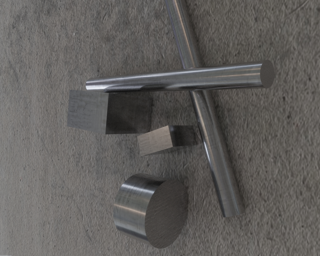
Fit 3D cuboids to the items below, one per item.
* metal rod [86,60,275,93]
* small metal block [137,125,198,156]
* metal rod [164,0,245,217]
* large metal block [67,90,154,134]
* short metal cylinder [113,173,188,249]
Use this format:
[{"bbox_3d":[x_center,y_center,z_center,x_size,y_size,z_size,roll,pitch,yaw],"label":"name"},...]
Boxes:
[{"bbox_3d":[-0.006,-0.058,0.384,0.300,0.025,0.025,6,94,47],"label":"metal rod"},{"bbox_3d":[0.009,0.015,0.381,0.050,0.050,0.025,-20,78,38],"label":"small metal block"},{"bbox_3d":[0.046,-0.048,0.367,0.025,0.025,0.299,-22,76,38],"label":"metal rod"},{"bbox_3d":[-0.068,-0.022,0.425,0.080,0.081,0.050,9,96,39],"label":"large metal block"},{"bbox_3d":[-0.010,0.098,0.377,0.050,0.081,0.079,4,93,40],"label":"short metal cylinder"}]
